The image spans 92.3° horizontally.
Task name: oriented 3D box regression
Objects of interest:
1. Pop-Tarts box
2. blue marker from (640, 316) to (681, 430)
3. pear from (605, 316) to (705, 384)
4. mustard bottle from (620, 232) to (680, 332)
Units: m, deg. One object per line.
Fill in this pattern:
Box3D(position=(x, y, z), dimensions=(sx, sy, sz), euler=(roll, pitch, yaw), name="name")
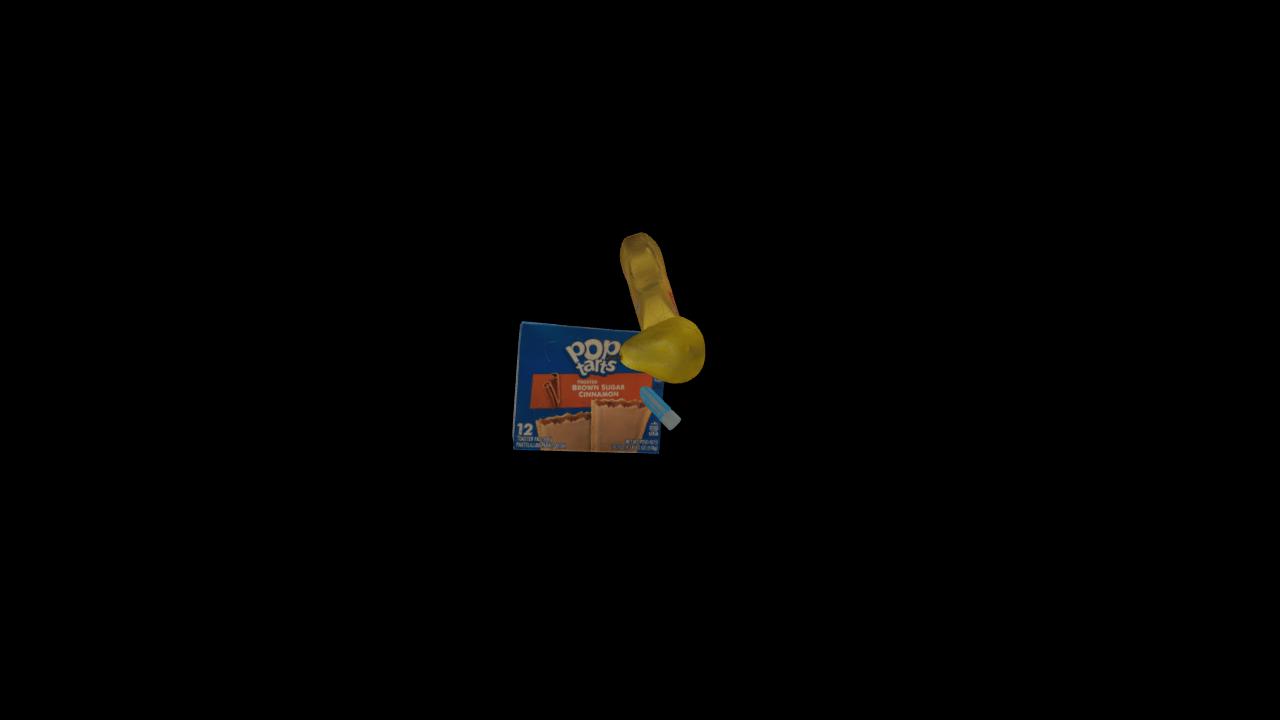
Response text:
Box3D(position=(-0.060, 0.032, 0.717), dimensions=(0.167, 0.141, 0.083), euler=(4, 1, -14), name="Pop-Tarts box")
Box3D(position=(-0.001, 0.031, 0.700), dimensions=(0.121, 0.020, 0.020), euler=(45, 16, 17), name="blue marker")
Box3D(position=(0.015, -0.008, 0.685), dimensions=(0.111, 0.080, 0.080), euler=(-4, 1, -8), name="pear")
Box3D(position=(0.019, -0.058, 0.727), dimensions=(0.054, 0.184, 0.092), euler=(-14, -36, -1), name="mustard bottle")
